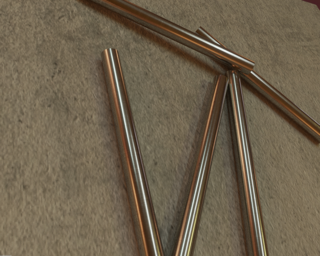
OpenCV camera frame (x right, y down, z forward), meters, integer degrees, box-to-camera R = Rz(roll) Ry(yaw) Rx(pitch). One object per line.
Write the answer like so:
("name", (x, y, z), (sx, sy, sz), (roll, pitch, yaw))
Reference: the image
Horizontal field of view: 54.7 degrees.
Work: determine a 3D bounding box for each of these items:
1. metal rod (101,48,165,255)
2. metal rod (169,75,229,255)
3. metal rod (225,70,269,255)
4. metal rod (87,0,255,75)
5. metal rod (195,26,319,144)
("metal rod", (-0.035, 0.030, 0.368), (0.025, 0.025, 0.299), (0, 62, -29))
("metal rod", (0.060, 0.035, 0.416), (0.025, 0.025, 0.300), (28, 52, -11))
("metal rod", (0.121, 0.036, 0.449), (0.025, 0.025, 0.299), (14, 56, -21))
("metal rod", (0.015, -0.158, 0.495), (0.302, 0.025, 0.025), (22, 53, -10))
("metal rod", (0.180, -0.074, 0.548), (0.300, 0.025, 0.025), (39, 51, -2))
